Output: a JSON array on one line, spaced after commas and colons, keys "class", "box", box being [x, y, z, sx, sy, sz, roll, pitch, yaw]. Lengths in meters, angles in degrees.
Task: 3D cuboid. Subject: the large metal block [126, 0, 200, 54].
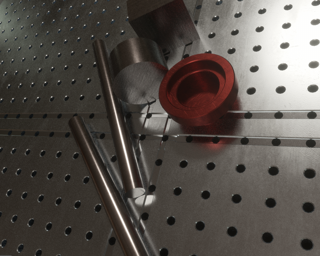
[{"class": "large metal block", "box": [0.006, -0.163, 0.469, 0.080, 0.080, 0.050, -20, 54, 16]}]

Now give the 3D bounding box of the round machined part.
[{"class": "round machined part", "box": [0.051, -0.044, 0.397, 0.098, 0.042, 0.098, -13, 56, 20]}]

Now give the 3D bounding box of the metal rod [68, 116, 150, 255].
[{"class": "metal rod", "box": [-0.062, 0.086, 0.385, 0.025, 0.025, 0.300, -38, 51, 3]}]

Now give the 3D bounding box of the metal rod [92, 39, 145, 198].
[{"class": "metal rod", "box": [-0.069, -0.035, 0.463, 0.025, 0.025, 0.299, -27, 52, 11]}]

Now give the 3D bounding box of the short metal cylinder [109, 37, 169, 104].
[{"class": "short metal cylinder", "box": [-0.029, -0.079, 0.435, 0.080, 0.080, 0.050, -25, 53, 13]}]
